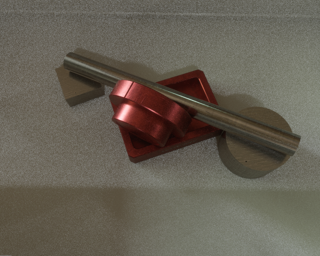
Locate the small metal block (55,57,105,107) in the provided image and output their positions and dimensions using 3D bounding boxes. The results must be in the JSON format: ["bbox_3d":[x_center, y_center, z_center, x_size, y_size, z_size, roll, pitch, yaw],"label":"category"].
[{"bbox_3d":[-0.111,-0.064,0.430,0.050,0.025,0.050,-21,72,-8],"label":"small metal block"}]

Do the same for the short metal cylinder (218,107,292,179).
[{"bbox_3d":[0.118,0.020,0.389,0.081,0.050,0.080,0,70,0],"label":"short metal cylinder"}]

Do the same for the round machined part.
[{"bbox_3d":[-0.016,-0.012,0.360,0.098,0.098,0.042,26,80,9],"label":"round machined part"}]

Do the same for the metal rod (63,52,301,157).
[{"bbox_3d":[0.015,-0.035,0.377,0.301,0.025,0.025,22,71,14],"label":"metal rod"}]

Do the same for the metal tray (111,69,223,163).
[{"bbox_3d":[0.010,-0.017,0.411,0.131,0.030,0.090,-18,71,-7],"label":"metal tray"}]
